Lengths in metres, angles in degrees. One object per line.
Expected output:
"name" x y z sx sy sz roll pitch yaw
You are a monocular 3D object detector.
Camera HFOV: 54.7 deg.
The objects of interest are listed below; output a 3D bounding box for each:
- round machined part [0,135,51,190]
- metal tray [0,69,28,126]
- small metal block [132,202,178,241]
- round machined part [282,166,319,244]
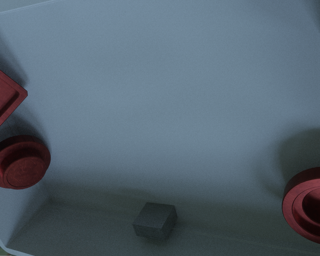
"round machined part" -0.230 0.063 0.514 0.042 0.099 0.097 42 136 38
"metal tray" -0.272 -0.032 0.446 0.030 0.130 0.090 21 160 50
"small metal block" -0.007 0.145 0.484 0.050 0.050 0.025 -1 118 28
"round machined part" 0.192 0.082 0.348 0.098 0.042 0.097 13 124 20
